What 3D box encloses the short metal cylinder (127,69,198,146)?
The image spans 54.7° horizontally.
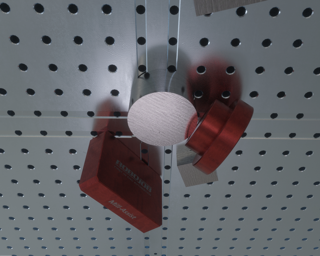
[{"bbox_3d":[0.003,-0.024,0.374,0.081,0.050,0.079,0,130,0],"label":"short metal cylinder"}]

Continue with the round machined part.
[{"bbox_3d":[0.066,0.004,0.374,0.042,0.098,0.097,34,126,3],"label":"round machined part"}]

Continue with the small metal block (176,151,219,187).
[{"bbox_3d":[0.056,0.059,0.462,0.050,0.025,0.050,-14,129,11],"label":"small metal block"}]

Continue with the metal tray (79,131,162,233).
[{"bbox_3d":[-0.048,0.076,0.432,0.030,0.090,0.130,-30,124,23],"label":"metal tray"}]

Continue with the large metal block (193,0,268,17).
[{"bbox_3d":[0.062,-0.153,0.266,0.080,0.050,0.080,-10,130,8],"label":"large metal block"}]
